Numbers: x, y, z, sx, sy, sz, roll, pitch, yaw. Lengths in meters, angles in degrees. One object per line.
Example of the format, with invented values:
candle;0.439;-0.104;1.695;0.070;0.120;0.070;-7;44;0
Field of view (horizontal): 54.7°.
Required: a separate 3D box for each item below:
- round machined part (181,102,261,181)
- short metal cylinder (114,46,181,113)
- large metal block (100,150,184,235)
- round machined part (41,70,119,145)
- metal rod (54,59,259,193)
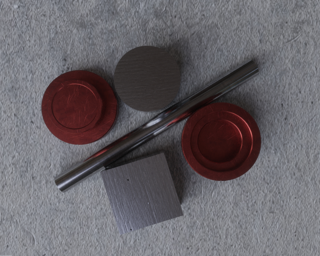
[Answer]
round machined part;0.076;0.017;0.403;0.099;0.042;0.097;0;90;0
short metal cylinder;-0.015;-0.060;0.398;0.081;0.050;0.079;0;90;0
large metal block;-0.022;0.079;0.399;0.080;0.050;0.080;-17;90;0
round machined part;-0.105;-0.027;0.401;0.099;0.042;0.097;0;90;0
metal rod;-0.004;-0.003;0.412;0.301;0.025;0.025;-31;90;0
